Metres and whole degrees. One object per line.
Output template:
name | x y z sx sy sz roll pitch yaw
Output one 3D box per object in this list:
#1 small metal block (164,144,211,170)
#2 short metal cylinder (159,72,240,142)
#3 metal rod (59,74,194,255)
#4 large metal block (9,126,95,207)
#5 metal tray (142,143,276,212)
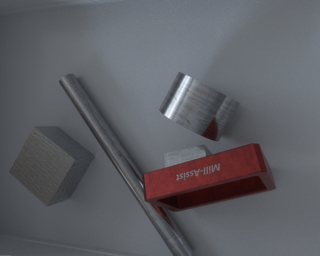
small metal block | 0.039 0.045 0.380 0.050 0.050 0.025 -14 62 19
short metal cylinder | 0.046 -0.026 0.365 0.080 0.080 0.050 30 100 17
metal rod | -0.052 0.047 0.427 0.025 0.025 0.299 -39 78 15
large metal block | -0.156 0.053 0.451 0.080 0.050 0.080 35 101 16
metal tray | 0.057 0.062 0.352 0.130 0.090 0.030 -18 62 18
